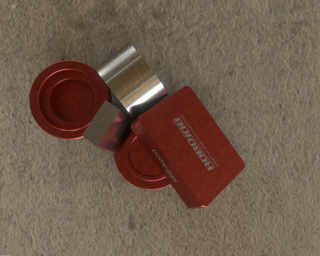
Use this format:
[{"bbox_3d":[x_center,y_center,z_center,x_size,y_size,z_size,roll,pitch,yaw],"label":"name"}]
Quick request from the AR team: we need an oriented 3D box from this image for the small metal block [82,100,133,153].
[{"bbox_3d":[-0.060,0.000,0.380,0.025,0.050,0.050,33,90,24],"label":"small metal block"}]

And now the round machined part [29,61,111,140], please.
[{"bbox_3d":[-0.111,-0.035,0.401,0.099,0.042,0.097,0,90,-1],"label":"round machined part"}]

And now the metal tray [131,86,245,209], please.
[{"bbox_3d":[0.037,0.022,0.387,0.091,0.030,0.130,-36,90,-32],"label":"metal tray"}]

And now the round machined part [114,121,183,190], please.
[{"bbox_3d":[-0.011,0.032,0.402,0.099,0.042,0.097,0,90,-1],"label":"round machined part"}]

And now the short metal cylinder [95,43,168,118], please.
[{"bbox_3d":[-0.035,-0.057,0.384,0.050,0.080,0.080,-38,90,0],"label":"short metal cylinder"}]
